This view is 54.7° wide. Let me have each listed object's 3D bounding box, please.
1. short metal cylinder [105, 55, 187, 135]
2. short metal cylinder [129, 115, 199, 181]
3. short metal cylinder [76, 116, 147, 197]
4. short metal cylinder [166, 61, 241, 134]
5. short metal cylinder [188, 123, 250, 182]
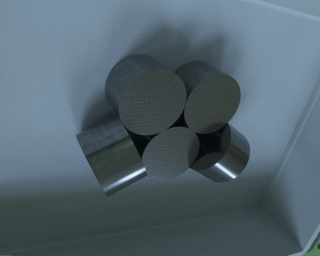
[{"bbox_3d":[-0.017,-0.038,0.357,0.081,0.050,0.079,-14,124,-21],"label":"short metal cylinder"},{"bbox_3d":[0.004,0.021,0.406,0.081,0.050,0.079,-14,124,-21],"label":"short metal cylinder"},{"bbox_3d":[-0.056,0.032,0.360,0.050,0.080,0.080,-27,128,-11],"label":"short metal cylinder"},{"bbox_3d":[0.054,-0.039,0.396,0.081,0.050,0.079,-14,124,-21],"label":"short metal cylinder"},{"bbox_3d":[0.076,0.030,0.430,0.050,0.080,0.080,34,99,-38],"label":"short metal cylinder"}]
